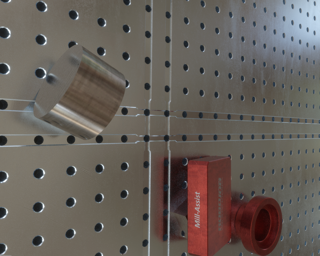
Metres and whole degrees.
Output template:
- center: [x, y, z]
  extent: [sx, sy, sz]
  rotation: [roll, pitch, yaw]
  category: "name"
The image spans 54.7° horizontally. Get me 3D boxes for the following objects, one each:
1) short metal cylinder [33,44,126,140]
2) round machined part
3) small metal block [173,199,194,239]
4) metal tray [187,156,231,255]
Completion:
- center: [-0.080, -0.034, 0.306]
  extent: [0.050, 0.080, 0.080]
  rotation: [32, 70, -36]
  category: "short metal cylinder"
- center: [0.168, 0.167, 0.539]
  extent: [0.099, 0.042, 0.097]
  rotation: [0, 90, -40]
  category: "round machined part"
- center: [0.053, 0.129, 0.454]
  extent: [0.050, 0.025, 0.050]
  rotation: [-37, 113, -34]
  category: "small metal block"
- center: [0.074, 0.109, 0.450]
  extent: [0.091, 0.030, 0.129]
  rotation: [0, 90, -58]
  category: "metal tray"
